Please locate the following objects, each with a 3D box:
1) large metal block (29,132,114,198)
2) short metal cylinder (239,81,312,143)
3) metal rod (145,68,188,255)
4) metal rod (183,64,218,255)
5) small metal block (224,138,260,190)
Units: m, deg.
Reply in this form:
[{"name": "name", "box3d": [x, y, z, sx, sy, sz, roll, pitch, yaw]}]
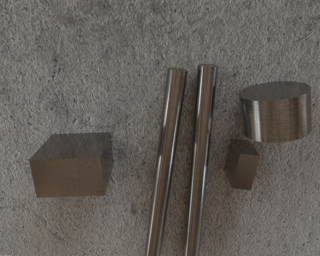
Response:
[{"name": "large metal block", "box3d": [-0.107, 0.044, 0.395, 0.081, 0.080, 0.050, -2, 110, 0]}, {"name": "short metal cylinder", "box3d": [0.139, -0.022, 0.375, 0.080, 0.080, 0.050, -10, 110, 3]}, {"name": "metal rod", "box3d": [0.005, 0.066, 0.434, 0.025, 0.025, 0.298, 6, 110, -3]}, {"name": "metal rod", "box3d": [0.054, 0.062, 0.433, 0.025, 0.025, 0.298, 2, 110, -1]}, {"name": "small metal block", "box3d": [0.109, 0.048, 0.416, 0.025, 0.050, 0.050, 7, 110, -3]}]
